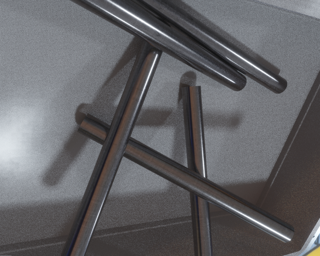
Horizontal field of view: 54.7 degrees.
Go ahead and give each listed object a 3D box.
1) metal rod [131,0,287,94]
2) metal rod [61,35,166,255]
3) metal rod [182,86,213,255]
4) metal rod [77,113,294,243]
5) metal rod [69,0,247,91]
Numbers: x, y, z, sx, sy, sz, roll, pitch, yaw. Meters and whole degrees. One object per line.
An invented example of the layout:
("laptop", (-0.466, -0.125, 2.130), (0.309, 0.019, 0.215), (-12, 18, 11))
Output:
("metal rod", (0.067, -0.104, 0.382), (0.302, 0.025, 0.025), (19, 108, -36))
("metal rod", (-0.054, 0.032, 0.341), (0.025, 0.025, 0.299), (22, 88, -36))
("metal rod", (0.053, 0.094, 0.415), (0.025, 0.025, 0.298), (-7, 96, -25))
("metal rod", (0.039, 0.067, 0.385), (0.301, 0.025, 0.025), (29, 103, -10))
("metal rod", (0.009, -0.091, 0.323), (0.302, 0.025, 0.025), (15, 111, -46))
